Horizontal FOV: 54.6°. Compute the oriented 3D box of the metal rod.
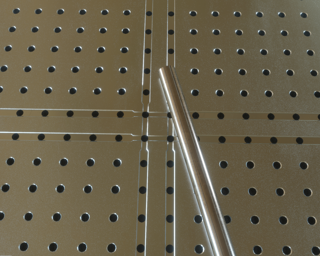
[{"bbox_3d":[0.048,0.054,0.392,0.025,0.025,0.299,-14,71,-5],"label":"metal rod"}]
